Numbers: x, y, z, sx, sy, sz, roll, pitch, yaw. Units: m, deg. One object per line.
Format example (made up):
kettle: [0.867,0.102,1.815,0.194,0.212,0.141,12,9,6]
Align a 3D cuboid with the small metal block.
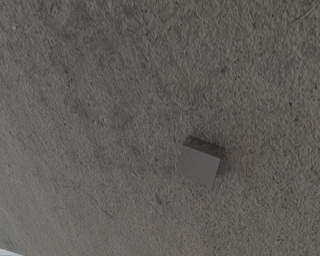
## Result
small metal block: [0.053,0.044,0.406,0.050,0.025,0.050,20,126,16]
